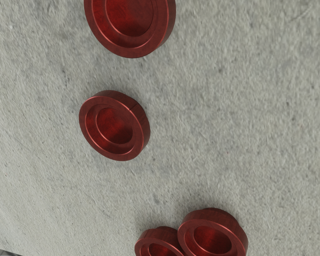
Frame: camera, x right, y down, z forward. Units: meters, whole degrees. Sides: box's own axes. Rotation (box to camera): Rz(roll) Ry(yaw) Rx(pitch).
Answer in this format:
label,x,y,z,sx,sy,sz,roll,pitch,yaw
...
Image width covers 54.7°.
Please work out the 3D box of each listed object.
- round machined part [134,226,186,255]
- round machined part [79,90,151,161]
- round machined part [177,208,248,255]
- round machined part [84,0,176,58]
label,x,y,z,sx,sy,sz,roll,pitch,yaw
round machined part,0.011,0.203,0.514,0.098,0.042,0.097,13,124,20
round machined part,-0.057,-0.007,0.420,0.098,0.042,0.097,13,124,20
round machined part,0.079,0.155,0.450,0.098,0.042,0.097,13,124,20
round machined part,-0.028,-0.128,0.330,0.098,0.042,0.097,13,124,20
